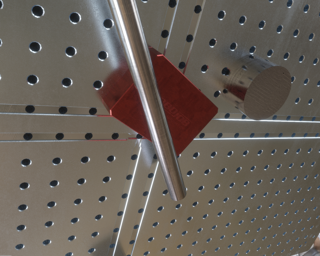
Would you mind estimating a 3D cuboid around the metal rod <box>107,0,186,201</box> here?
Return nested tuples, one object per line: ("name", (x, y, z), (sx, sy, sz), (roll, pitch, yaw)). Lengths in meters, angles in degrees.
("metal rod", (-0.007, -0.020, 0.356), (0.025, 0.025, 0.298), (-26, 128, -13))

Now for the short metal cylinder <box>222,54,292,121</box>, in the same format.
("short metal cylinder", (0.135, -0.057, 0.436), (0.081, 0.050, 0.079), (-14, 125, -21))

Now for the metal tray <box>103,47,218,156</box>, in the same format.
("metal tray", (0.005, -0.027, 0.396), (0.090, 0.030, 0.130), (-49, 129, 6))

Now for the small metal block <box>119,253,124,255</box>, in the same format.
("small metal block", (-0.070, 0.246, 0.511), (0.050, 0.050, 0.025), (-29, 129, -11))
